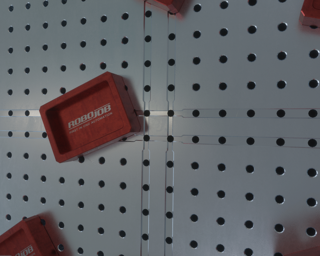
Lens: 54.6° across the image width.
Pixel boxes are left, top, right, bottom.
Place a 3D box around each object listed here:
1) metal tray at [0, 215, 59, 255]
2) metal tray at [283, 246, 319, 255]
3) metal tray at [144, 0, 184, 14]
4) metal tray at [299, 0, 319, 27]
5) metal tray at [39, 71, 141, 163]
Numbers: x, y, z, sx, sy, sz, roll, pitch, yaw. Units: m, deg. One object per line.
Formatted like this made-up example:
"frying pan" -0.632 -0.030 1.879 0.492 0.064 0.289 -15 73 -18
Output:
"metal tray" -0.228 0.210 0.491 0.130 0.030 0.090 -35 79 16
"metal tray" 0.160 0.155 0.300 0.090 0.130 0.030 -24 82 18
"metal tray" 0.010 -0.230 0.406 0.090 0.030 0.129 31 100 17
"metal tray" 0.229 -0.147 0.328 0.130 0.030 0.090 18 96 19
"metal tray" -0.103 -0.013 0.446 0.130 0.030 0.090 -23 82 18
